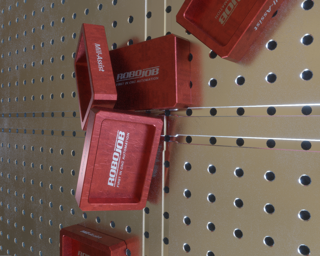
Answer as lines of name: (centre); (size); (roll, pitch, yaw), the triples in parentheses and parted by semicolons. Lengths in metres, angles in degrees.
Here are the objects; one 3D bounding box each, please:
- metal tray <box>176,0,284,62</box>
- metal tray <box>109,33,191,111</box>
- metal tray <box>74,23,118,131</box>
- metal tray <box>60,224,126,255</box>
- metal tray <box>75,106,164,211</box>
metal tray: (0.085, -0.150, 0.334); (0.090, 0.030, 0.129); (48, 118, 29)
metal tray: (-0.021, -0.068, 0.422); (0.130, 0.030, 0.089); (-2, 89, 39)
metal tray: (-0.096, -0.072, 0.445); (0.090, 0.030, 0.130); (127, 136, -52)
metal tray: (-0.110, 0.214, 0.493); (0.130, 0.030, 0.089); (1, 91, 39)
metal tray: (-0.054, 0.042, 0.406); (0.030, 0.091, 0.129); (30, 111, 62)
